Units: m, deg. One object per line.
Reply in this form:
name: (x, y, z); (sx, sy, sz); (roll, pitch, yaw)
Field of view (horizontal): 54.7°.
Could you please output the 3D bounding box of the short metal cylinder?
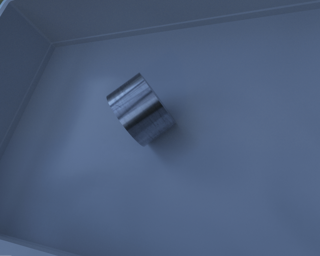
short metal cylinder: (-0.022, -0.023, 0.392); (0.050, 0.080, 0.080); (-36, 51, 4)
